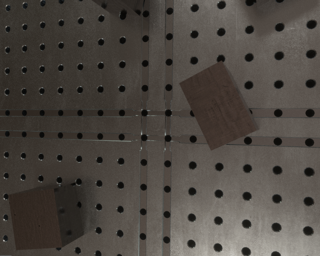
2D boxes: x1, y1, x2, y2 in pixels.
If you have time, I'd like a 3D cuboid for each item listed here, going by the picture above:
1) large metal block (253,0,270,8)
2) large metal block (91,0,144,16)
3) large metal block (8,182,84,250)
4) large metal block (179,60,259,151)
[{"bbox_3d":[0.130,-0.202,0.354,0.080,0.050,0.080,-27,82,17],"label":"large metal block"},{"bbox_3d":[-0.056,-0.201,0.402,0.050,0.080,0.079,14,95,19],"label":"large metal block"},{"bbox_3d":[-0.167,0.129,0.457,0.080,0.050,0.080,-11,87,19],"label":"large metal block"},{"bbox_3d":[0.072,-0.023,0.358,0.050,0.080,0.080,-27,81,18],"label":"large metal block"}]
